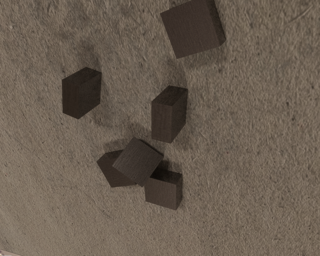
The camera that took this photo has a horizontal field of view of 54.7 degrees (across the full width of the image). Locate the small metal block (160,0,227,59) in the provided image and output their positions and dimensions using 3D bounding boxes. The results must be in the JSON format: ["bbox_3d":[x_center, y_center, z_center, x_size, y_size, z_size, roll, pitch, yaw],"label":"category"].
[{"bbox_3d":[0.035,-0.105,0.322,0.050,0.025,0.050,-10,114,32],"label":"small metal block"}]

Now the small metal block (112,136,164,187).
[{"bbox_3d":[-0.030,0.047,0.432,0.050,0.050,0.025,35,171,4],"label":"small metal block"}]

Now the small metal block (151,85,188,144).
[{"bbox_3d":[0.012,-0.017,0.373,0.025,0.050,0.050,14,124,20],"label":"small metal block"}]

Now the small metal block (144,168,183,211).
[{"bbox_3d":[0.005,0.089,0.458,0.050,0.025,0.050,11,123,21],"label":"small metal block"}]

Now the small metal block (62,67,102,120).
[{"bbox_3d":[-0.104,-0.047,0.414,0.025,0.050,0.050,22,127,15],"label":"small metal block"}]

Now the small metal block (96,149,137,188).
[{"bbox_3d":[-0.061,0.062,0.476,0.050,0.025,0.050,-13,112,33],"label":"small metal block"}]
